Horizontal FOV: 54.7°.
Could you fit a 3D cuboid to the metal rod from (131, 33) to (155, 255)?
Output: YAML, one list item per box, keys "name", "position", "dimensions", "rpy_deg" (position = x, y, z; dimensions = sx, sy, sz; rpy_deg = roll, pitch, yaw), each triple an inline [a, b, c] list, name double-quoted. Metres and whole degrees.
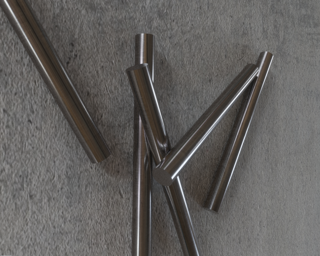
- name: "metal rod"
  position: [-0.021, 0.034, 0.386]
  dimensions: [0.025, 0.025, 0.298]
  rpy_deg: [1, 89, -40]

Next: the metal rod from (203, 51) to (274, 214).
- name: "metal rod"
  position: [0.136, -0.003, 0.518]
  dimensions: [0.025, 0.025, 0.300]
  rpy_deg: [38, 67, -34]

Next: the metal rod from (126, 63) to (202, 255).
- name: "metal rod"
  position: [0.014, 0.066, 0.391]
  dimensions: [0.025, 0.025, 0.298]
  rpy_deg: [-33, 118, -35]

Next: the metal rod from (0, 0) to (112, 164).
- name: "metal rod"
  position: [-0.126, -0.095, 0.298]
  dimensions: [0.025, 0.025, 0.299]
  rpy_deg: [-39, 114, -33]

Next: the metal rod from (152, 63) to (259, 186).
- name: "metal rod"
  position: [0.081, -0.024, 0.435]
  dimensions: [0.302, 0.025, 0.025]
  rpy_deg: [-44, 117, -43]
